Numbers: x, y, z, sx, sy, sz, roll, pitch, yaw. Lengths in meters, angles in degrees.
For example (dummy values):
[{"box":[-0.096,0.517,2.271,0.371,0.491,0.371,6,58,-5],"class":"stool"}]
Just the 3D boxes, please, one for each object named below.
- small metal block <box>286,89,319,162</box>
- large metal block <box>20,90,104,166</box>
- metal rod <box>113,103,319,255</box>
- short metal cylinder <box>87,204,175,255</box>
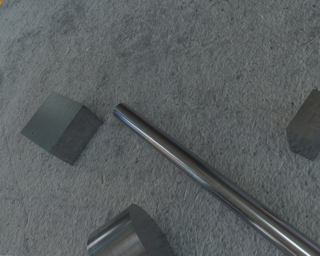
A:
[{"box":[0.153,-0.002,0.309,0.025,0.050,0.050,30,79,37],"class":"small metal block"},{"box":[-0.147,-0.001,0.466,0.080,0.050,0.080,23,74,36],"class":"large metal block"},{"box":[0.039,0.044,0.356,0.025,0.025,0.300,-49,52,-6],"class":"metal rod"},{"box":[-0.026,0.123,0.306,0.050,0.080,0.080,-37,51,4],"class":"short metal cylinder"}]
